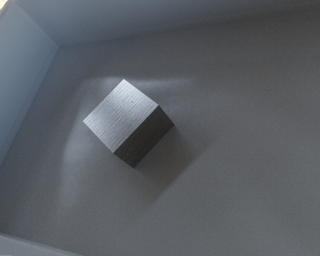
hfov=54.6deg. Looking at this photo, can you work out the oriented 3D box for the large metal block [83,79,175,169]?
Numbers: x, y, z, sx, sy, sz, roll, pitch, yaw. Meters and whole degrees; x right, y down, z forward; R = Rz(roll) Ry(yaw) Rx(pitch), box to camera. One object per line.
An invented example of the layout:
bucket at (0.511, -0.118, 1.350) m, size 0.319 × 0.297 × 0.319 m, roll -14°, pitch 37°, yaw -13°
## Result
large metal block at (-0.042, -0.007, 0.417) m, size 0.080 × 0.050 × 0.080 m, roll -47°, pitch 51°, yaw -5°
